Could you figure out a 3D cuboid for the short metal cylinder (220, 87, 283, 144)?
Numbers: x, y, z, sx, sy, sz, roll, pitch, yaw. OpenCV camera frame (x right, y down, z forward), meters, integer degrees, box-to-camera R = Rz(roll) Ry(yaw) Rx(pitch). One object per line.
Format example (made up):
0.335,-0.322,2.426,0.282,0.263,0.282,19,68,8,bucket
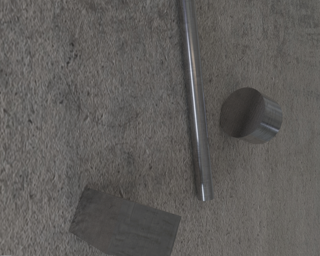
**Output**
0.143,-0.018,0.488,0.050,0.080,0.080,18,79,-39,short metal cylinder

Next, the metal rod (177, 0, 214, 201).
0.052,-0.043,0.447,0.025,0.025,0.298,-11,97,-40,metal rod

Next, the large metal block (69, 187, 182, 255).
-0.038,0.104,0.337,0.080,0.080,0.050,27,73,-37,large metal block
